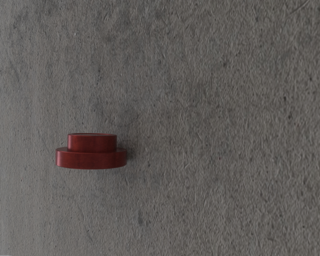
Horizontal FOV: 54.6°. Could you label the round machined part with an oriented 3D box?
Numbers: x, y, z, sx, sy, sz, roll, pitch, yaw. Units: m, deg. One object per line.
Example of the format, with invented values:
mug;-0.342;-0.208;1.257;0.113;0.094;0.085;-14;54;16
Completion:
round machined part;-0.096;0.030;0.438;0.098;0.099;0.042;3;92;40
